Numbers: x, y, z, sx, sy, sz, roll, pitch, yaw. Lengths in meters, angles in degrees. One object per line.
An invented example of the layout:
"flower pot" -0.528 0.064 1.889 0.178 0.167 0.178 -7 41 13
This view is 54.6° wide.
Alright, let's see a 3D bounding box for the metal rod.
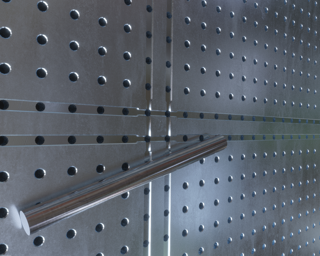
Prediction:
"metal rod" -0.017 0.057 0.393 0.302 0.025 0.025 -17 101 -39
